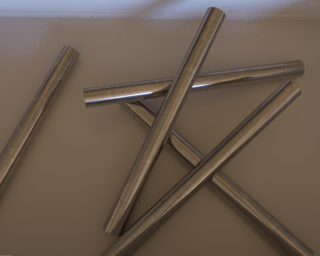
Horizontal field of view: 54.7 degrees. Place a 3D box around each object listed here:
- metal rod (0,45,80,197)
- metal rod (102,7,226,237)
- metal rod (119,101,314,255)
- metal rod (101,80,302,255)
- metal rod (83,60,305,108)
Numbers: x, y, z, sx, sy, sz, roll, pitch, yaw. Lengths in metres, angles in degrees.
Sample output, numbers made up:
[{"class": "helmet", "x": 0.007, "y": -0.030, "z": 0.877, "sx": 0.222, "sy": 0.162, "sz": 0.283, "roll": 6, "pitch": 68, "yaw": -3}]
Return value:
[{"class": "metal rod", "x": -0.182, "y": 0.020, "z": 0.400, "sx": 0.025, "sy": 0.025, "sz": 0.300, "roll": 20, "pitch": 71, "yaw": 7}, {"class": "metal rod", "x": 0.008, "y": -0.012, "z": 0.380, "sx": 0.025, "sy": 0.025, "sz": 0.299, "roll": 25, "pitch": 84, "yaw": 8}, {"class": "metal rod", "x": 0.059, "y": 0.053, "z": 0.390, "sx": 0.300, "sy": 0.025, "sz": 0.025, "roll": 42, "pitch": 75, "yaw": 13}, {"class": "metal rod", "x": 0.051, "y": 0.052, "z": 0.365, "sx": 0.300, "sy": 0.025, "sz": 0.025, "roll": -43, "pitch": 76, "yaw": -4}, {"class": "metal rod", "x": 0.052, "y": -0.061, "z": 0.416, "sx": 0.302, "sy": 0.025, "sz": 0.025, "roll": -9, "pitch": 70, "yaw": -11}]
